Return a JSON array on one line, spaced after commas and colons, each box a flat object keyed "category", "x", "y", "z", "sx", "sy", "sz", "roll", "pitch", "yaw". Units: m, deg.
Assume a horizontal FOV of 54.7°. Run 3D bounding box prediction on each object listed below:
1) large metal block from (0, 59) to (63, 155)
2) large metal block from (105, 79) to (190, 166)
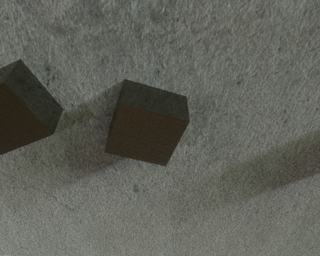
[{"category": "large metal block", "x": -0.179, "y": -0.023, "z": 0.369, "sx": 0.080, "sy": 0.050, "sz": 0.080, "roll": -20, "pitch": 128, "yaw": 16}, {"category": "large metal block", "x": -0.017, "y": -0.005, "z": 0.387, "sx": 0.081, "sy": 0.050, "sz": 0.079, "roll": 15, "pitch": 129, "yaw": -13}]
